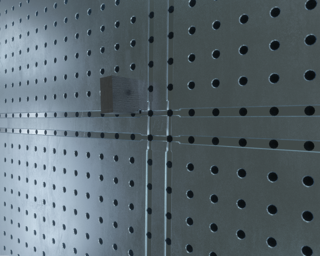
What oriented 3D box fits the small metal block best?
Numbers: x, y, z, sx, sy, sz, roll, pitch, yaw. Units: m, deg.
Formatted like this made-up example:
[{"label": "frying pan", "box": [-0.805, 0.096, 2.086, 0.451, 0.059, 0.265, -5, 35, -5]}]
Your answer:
[{"label": "small metal block", "box": [-0.057, -0.045, 0.441, 0.025, 0.050, 0.050, -4, 88, 40]}]
